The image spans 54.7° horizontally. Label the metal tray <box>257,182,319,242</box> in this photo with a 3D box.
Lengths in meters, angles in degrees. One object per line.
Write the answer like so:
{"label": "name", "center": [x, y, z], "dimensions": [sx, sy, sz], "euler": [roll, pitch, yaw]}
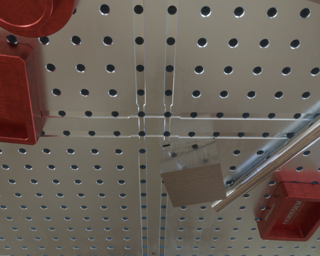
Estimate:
{"label": "metal tray", "center": [0.234, 0.149, 0.538], "dimensions": [0.091, 0.030, 0.129], "euler": [4, 130, -4]}

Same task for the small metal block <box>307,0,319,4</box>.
{"label": "small metal block", "center": [0.165, -0.144, 0.292], "dimensions": [0.050, 0.025, 0.050], "euler": [12, 129, -11]}

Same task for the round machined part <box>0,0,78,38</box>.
{"label": "round machined part", "center": [-0.130, -0.130, 0.288], "dimensions": [0.099, 0.042, 0.097], "euler": [-1, 130, 0]}

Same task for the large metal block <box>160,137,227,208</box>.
{"label": "large metal block", "center": [0.049, 0.066, 0.453], "dimensions": [0.080, 0.050, 0.080], "euler": [-12, 130, 9]}

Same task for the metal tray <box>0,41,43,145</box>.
{"label": "metal tray", "center": [-0.196, -0.039, 0.371], "dimensions": [0.091, 0.030, 0.129], "euler": [6, 130, -6]}

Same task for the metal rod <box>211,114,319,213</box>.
{"label": "metal rod", "center": [0.179, 0.038, 0.446], "dimensions": [0.025, 0.025, 0.298], "euler": [27, 125, -21]}
